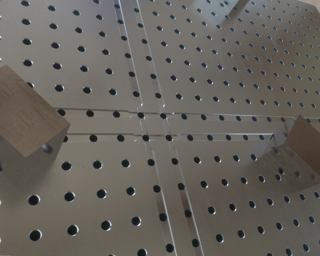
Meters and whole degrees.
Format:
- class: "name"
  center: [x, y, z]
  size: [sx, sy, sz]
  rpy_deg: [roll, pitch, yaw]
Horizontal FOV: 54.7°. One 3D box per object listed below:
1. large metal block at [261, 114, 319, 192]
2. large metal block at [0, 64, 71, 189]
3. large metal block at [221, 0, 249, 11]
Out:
- class: "large metal block"
  center: [0.221, 0.039, 0.490]
  size: [0.080, 0.050, 0.080]
  rpy_deg: [44, 51, 2]
- class: "large metal block"
  center: [-0.141, 0.002, 0.296]
  size: [0.080, 0.080, 0.050]
  rpy_deg: [43, 51, 1]
- class: "large metal block"
  center: [0.161, -0.311, 0.672]
  size: [0.080, 0.050, 0.080]
  rpy_deg: [48, 51, 5]
